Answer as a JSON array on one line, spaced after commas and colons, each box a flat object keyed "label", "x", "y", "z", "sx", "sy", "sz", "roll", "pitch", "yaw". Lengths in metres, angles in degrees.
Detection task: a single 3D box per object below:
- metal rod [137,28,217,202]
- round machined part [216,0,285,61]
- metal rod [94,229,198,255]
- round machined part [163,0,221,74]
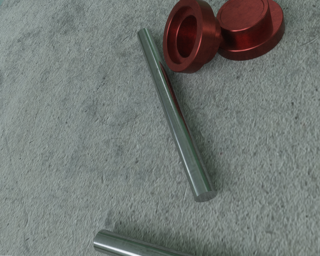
[{"label": "metal rod", "x": 0.012, "y": -0.040, "z": 0.422, "sx": 0.025, "sy": 0.025, "sz": 0.299, "roll": -27, "pitch": 52, "yaw": 11}, {"label": "round machined part", "x": 0.115, "y": -0.143, "z": 0.420, "sx": 0.098, "sy": 0.042, "sz": 0.098, "roll": -13, "pitch": 56, "yaw": 21}, {"label": "metal rod", "x": 0.062, "y": 0.139, "z": 0.285, "sx": 0.300, "sy": 0.025, "sz": 0.025, "roll": 4, "pitch": 64, "yaw": 29}, {"label": "round machined part", "x": 0.046, "y": -0.123, "z": 0.423, "sx": 0.098, "sy": 0.042, "sz": 0.097, "roll": -2, "pitch": 88, "yaw": 61}]
